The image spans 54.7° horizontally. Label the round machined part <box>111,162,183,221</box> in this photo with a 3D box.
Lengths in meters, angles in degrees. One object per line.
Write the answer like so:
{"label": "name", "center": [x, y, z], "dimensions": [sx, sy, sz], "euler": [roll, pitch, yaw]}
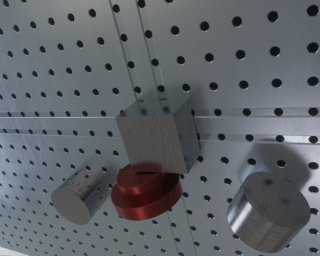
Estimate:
{"label": "round machined part", "center": [-0.021, 0.076, 0.422], "dimensions": [0.098, 0.098, 0.042], "euler": [-4, 117, 30]}

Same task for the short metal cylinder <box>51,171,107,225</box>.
{"label": "short metal cylinder", "center": [-0.142, 0.123, 0.546], "dimensions": [0.080, 0.050, 0.079], "euler": [13, 124, 21]}

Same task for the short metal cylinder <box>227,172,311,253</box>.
{"label": "short metal cylinder", "center": [0.128, 0.099, 0.370], "dimensions": [0.080, 0.080, 0.050], "euler": [27, 128, 11]}

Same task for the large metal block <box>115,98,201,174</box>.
{"label": "large metal block", "center": [0.000, 0.010, 0.400], "dimensions": [0.080, 0.050, 0.080], "euler": [-2, 116, 29]}
